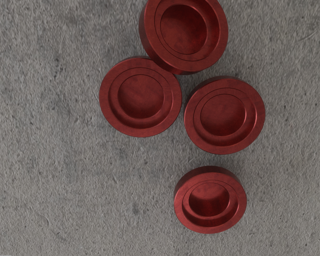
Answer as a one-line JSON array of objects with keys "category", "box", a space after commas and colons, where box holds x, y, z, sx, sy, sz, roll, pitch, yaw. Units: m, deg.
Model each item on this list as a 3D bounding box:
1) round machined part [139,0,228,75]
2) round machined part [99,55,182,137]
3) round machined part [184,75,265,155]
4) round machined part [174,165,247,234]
[{"category": "round machined part", "box": [0.023, -0.107, 0.347, 0.099, 0.042, 0.097, 1, 86, -20]}, {"category": "round machined part", "box": [-0.023, -0.041, 0.385, 0.099, 0.042, 0.097, 0, 110, 0]}, {"category": "round machined part", "box": [0.079, -0.019, 0.394, 0.099, 0.042, 0.097, 0, 110, 0]}, {"category": "round machined part", "box": [0.068, 0.096, 0.437, 0.099, 0.042, 0.097, 0, 110, 0]}]
